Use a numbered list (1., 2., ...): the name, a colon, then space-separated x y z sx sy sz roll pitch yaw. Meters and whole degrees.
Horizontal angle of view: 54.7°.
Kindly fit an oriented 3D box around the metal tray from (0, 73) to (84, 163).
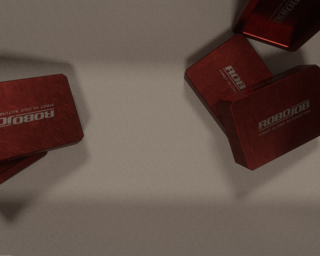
1. metal tray: -0.169 -0.011 0.374 0.131 0.030 0.090 -15 84 -29

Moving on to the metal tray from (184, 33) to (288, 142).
1. metal tray: 0.105 -0.046 0.410 0.090 0.030 0.130 -36 90 -1

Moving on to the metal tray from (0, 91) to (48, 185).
1. metal tray: -0.215 0.003 0.381 0.091 0.030 0.130 -37 95 -29

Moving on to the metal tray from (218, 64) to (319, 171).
1. metal tray: 0.145 -0.015 0.385 0.131 0.030 0.090 -24 106 -14

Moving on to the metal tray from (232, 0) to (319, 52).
1. metal tray: 0.148 -0.141 0.359 0.090 0.130 0.030 18 78 -1
